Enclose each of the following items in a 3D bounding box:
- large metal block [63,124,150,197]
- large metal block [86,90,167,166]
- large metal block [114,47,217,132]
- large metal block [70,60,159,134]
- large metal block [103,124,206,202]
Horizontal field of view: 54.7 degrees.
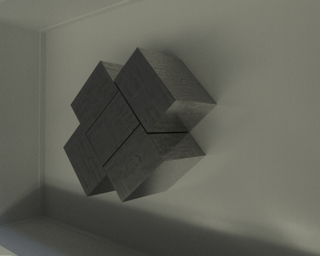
[{"bbox_3d":[-0.072,0.041,0.427,0.050,0.081,0.080,-48,62,29],"label":"large metal block"},{"bbox_3d":[-0.032,0.001,0.395,0.080,0.081,0.050,-47,62,29],"label":"large metal block"},{"bbox_3d":[0.007,-0.042,0.363,0.050,0.081,0.080,-48,62,29],"label":"large metal block"},{"bbox_3d":[-0.058,-0.037,0.415,0.080,0.081,0.050,-47,62,29],"label":"large metal block"},{"bbox_3d":[-0.006,0.040,0.374,0.080,0.081,0.050,-47,62,29],"label":"large metal block"}]
